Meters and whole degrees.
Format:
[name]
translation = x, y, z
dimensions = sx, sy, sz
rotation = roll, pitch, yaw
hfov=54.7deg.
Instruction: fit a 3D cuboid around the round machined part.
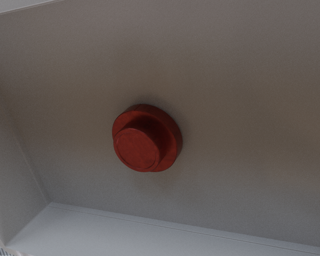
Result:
[round machined part]
translation = -0.023, 0.020, 0.416
dimensions = 0.098, 0.042, 0.097
rotation = 13, 124, 20
